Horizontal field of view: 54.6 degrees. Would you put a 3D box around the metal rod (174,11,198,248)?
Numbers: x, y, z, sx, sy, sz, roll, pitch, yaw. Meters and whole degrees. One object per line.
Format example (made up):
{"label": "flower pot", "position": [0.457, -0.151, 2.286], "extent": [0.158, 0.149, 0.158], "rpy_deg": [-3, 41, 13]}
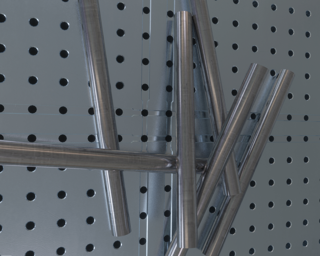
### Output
{"label": "metal rod", "position": [0.032, -0.007, 0.395], "extent": [0.025, 0.025, 0.299], "rpy_deg": [4, 78, -20]}

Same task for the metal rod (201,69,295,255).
{"label": "metal rod", "position": [0.134, 0.048, 0.461], "extent": [0.025, 0.025, 0.299], "rpy_deg": [29, 81, -18]}

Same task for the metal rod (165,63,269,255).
{"label": "metal rod", "position": [0.069, 0.059, 0.408], "extent": [0.025, 0.025, 0.299], "rpy_deg": [22, 94, -19]}

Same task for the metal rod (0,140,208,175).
{"label": "metal rod", "position": [-0.055, 0.038, 0.363], "extent": [0.302, 0.025, 0.025], "rpy_deg": [8, 88, -31]}

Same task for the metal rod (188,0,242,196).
{"label": "metal rod", "position": [0.074, -0.056, 0.430], "extent": [0.025, 0.025, 0.299], "rpy_deg": [-11, 91, -20]}

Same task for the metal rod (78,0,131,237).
{"label": "metal rod", "position": [-0.069, -0.015, 0.387], "extent": [0.025, 0.025, 0.298], "rpy_deg": [-9, 93, -20]}
